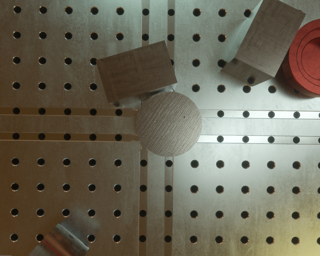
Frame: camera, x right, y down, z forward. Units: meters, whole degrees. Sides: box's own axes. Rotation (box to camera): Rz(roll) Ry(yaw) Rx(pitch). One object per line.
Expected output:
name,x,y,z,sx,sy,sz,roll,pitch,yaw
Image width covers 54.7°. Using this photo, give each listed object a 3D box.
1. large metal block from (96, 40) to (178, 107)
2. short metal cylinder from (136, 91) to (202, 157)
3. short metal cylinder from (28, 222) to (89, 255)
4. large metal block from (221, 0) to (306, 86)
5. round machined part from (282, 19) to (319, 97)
large metal block,-0.026,-0.063,0.385,0.080,0.080,0.050,-17,90,0
short metal cylinder,0.011,-0.005,0.401,0.081,0.050,0.080,0,90,0
short metal cylinder,-0.135,0.166,0.385,0.050,0.080,0.080,41,90,0
large metal block,0.124,-0.104,0.387,0.050,0.080,0.080,27,90,0
round machined part,0.209,-0.089,0.406,0.099,0.042,0.097,0,90,0
